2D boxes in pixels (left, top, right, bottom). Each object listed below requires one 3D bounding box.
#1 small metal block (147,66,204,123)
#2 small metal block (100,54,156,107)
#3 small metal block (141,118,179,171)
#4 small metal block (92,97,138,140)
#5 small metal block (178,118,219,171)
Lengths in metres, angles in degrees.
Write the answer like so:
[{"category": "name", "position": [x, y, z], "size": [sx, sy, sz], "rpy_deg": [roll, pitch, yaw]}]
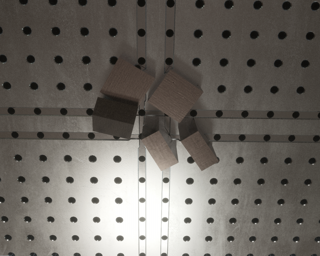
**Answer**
[{"category": "small metal block", "position": [0.019, -0.043, 0.398], "size": [0.050, 0.025, 0.050], "rpy_deg": [33, 107, -12]}, {"category": "small metal block", "position": [-0.040, -0.057, 0.392], "size": [0.050, 0.025, 0.050], "rpy_deg": [29, 107, -11]}, {"category": "small metal block", "position": [0.000, 0.020, 0.408], "size": [0.025, 0.050, 0.050], "rpy_deg": [-28, 108, 10]}, {"category": "small metal block", "position": [-0.058, -0.011, 0.394], "size": [0.050, 0.050, 0.025], "rpy_deg": [13, 65, -6]}, {"category": "small metal block", "position": [0.050, 0.021, 0.408], "size": [0.025, 0.050, 0.050], "rpy_deg": [-32, 107, 11]}]
